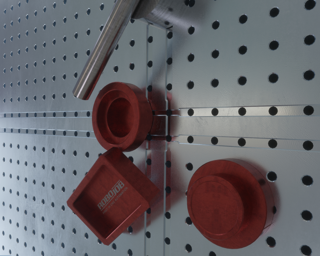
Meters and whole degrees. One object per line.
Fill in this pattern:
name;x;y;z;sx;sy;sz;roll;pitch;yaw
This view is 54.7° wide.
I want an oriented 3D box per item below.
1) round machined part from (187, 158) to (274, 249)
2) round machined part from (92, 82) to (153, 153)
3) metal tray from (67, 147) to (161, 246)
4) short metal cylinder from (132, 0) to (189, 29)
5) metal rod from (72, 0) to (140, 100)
round machined part;0.069;0.084;0.341;0.098;0.042;0.097;0;90;40
round machined part;-0.049;-0.015;0.438;0.098;0.042;0.097;0;90;40
metal tray;-0.069;0.099;0.433;0.090;0.030;0.129;45;125;6
short metal cylinder;-0.008;-0.175;0.400;0.080;0.050;0.079;0;90;40
metal rod;-0.036;-0.159;0.373;0.025;0.025;0.298;49;119;29
